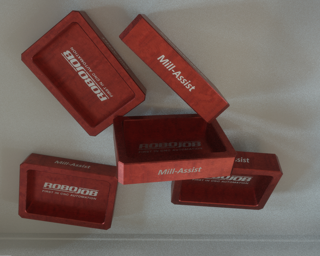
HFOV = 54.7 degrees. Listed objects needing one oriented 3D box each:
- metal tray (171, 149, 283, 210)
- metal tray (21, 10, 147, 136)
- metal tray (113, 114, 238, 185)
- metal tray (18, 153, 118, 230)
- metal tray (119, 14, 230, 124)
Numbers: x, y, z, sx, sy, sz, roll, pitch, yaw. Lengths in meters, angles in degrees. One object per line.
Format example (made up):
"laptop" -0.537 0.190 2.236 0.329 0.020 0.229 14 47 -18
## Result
"metal tray" 0.084 0.070 0.416 0.131 0.030 0.089 4 134 -2
"metal tray" -0.090 -0.065 0.383 0.090 0.030 0.130 -35 107 12
"metal tray" 0.013 0.020 0.368 0.131 0.090 0.030 -3 125 -12
"metal tray" -0.128 0.091 0.440 0.131 0.030 0.089 10 110 -4
"metal tray" 0.017 -0.070 0.350 0.130 0.090 0.030 42 105 -14
